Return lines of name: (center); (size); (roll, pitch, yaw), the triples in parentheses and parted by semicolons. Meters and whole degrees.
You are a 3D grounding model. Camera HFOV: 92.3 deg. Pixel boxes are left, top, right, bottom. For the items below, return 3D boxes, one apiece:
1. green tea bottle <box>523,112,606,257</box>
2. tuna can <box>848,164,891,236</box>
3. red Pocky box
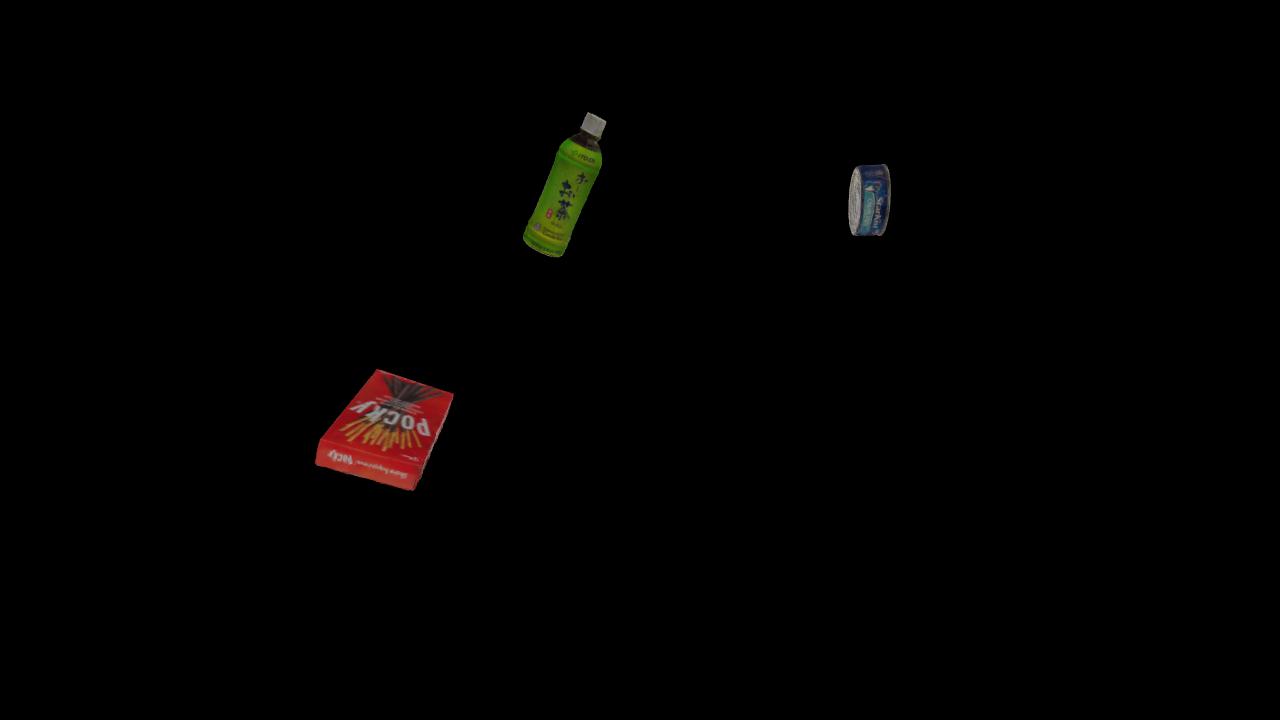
green tea bottle: (-0.107, -0.260, 0.915); (0.073, 0.212, 0.073); (22, 23, -10)
tuna can: (0.275, -0.192, 0.741); (0.034, 0.084, 0.084); (0, 0, 9)
red Pocky box: (-0.227, 0.059, 0.567); (0.083, 0.028, 0.155); (20, 17, -13)
